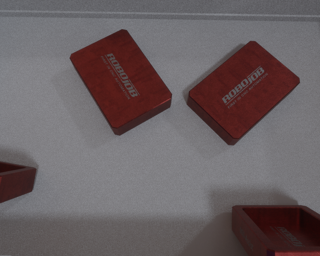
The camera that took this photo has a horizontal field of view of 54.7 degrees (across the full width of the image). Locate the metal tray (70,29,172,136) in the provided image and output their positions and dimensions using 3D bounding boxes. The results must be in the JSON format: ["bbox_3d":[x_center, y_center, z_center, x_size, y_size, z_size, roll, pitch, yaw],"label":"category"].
[{"bbox_3d":[-0.054,-0.066,0.430,0.090,0.030,0.130,-30,73,-11],"label":"metal tray"}]

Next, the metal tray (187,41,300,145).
[{"bbox_3d":[0.114,-0.050,0.427,0.130,0.030,0.090,-40,75,-14],"label":"metal tray"}]

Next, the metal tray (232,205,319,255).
[{"bbox_3d":[0.132,0.111,0.314,0.091,0.130,0.030,0,92,0],"label":"metal tray"}]

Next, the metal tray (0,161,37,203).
[{"bbox_3d":[-0.223,0.052,0.349,0.131,0.090,0.030,10,88,2],"label":"metal tray"}]
